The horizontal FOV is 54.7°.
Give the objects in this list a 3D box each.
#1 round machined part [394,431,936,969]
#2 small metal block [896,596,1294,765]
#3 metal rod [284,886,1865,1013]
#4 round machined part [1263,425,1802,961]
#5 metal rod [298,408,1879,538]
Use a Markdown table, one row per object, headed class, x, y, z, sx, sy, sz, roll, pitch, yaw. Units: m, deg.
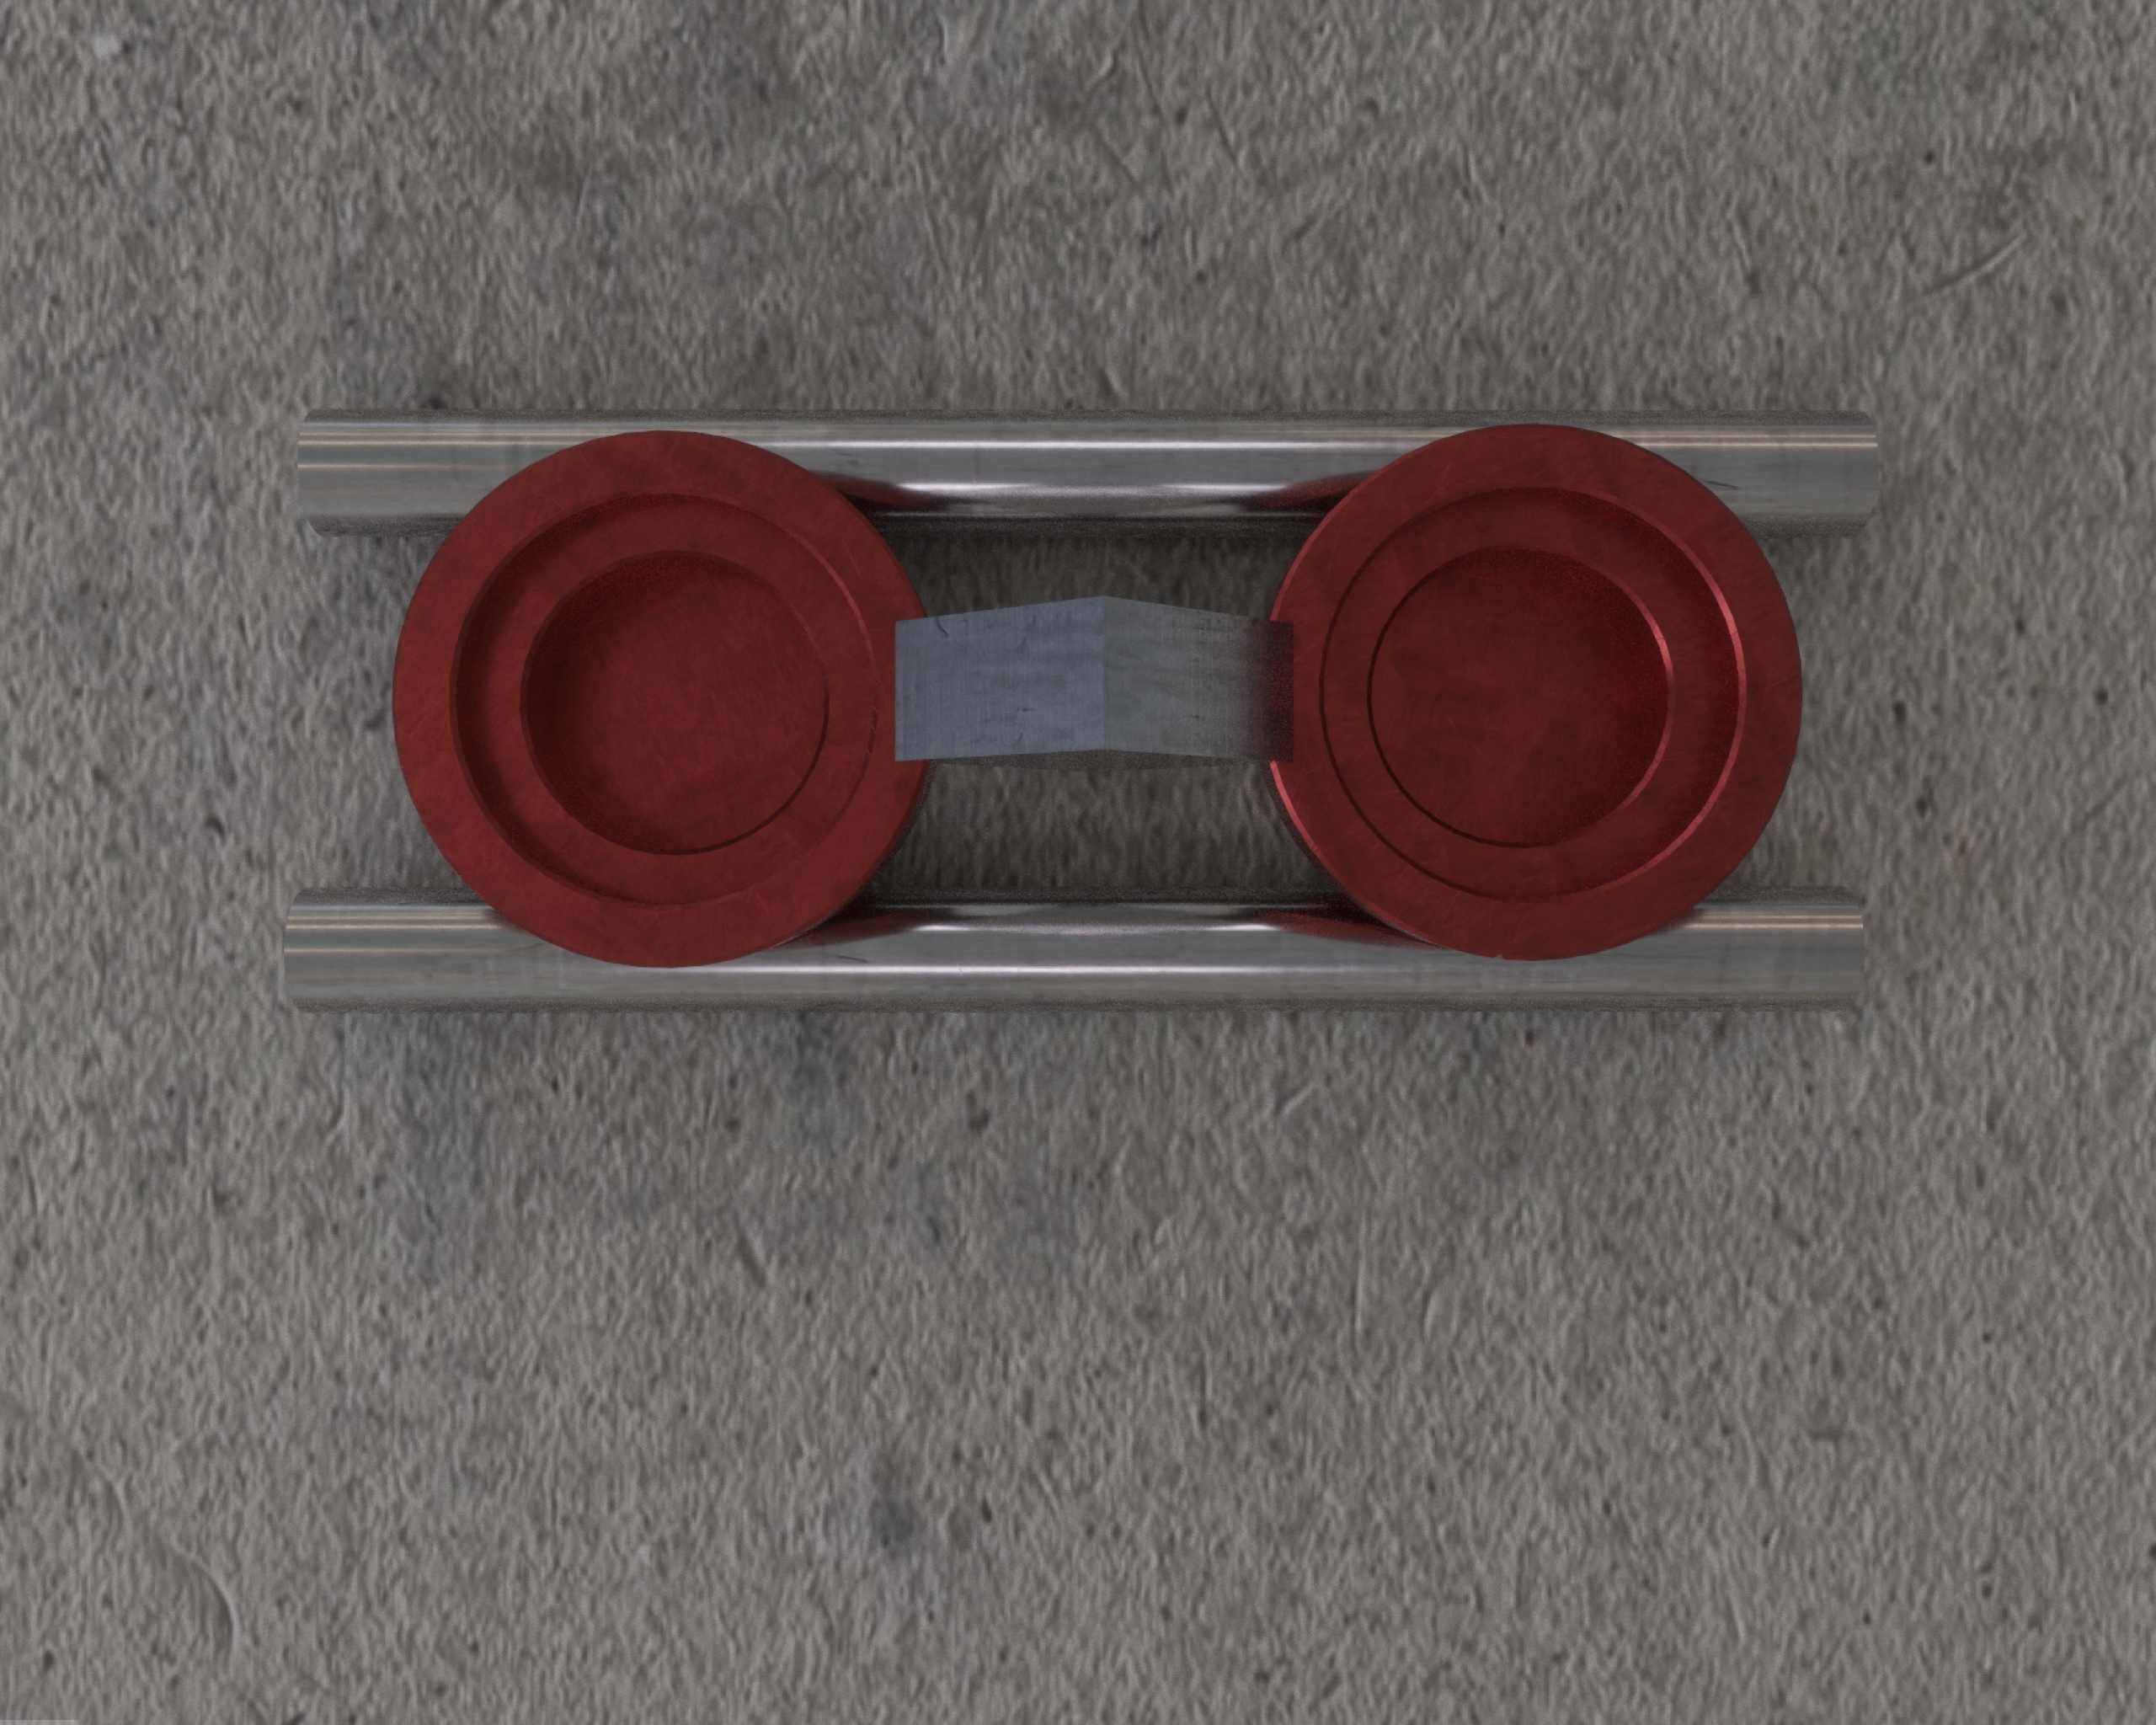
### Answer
| class | x | y | z | sx | sy | sz | roll | pitch | yaw |
| --- | --- | --- | --- | --- | --- | --- | --- | --- | --- |
| round machined part | -0.075 | -0.030 | 0.398 | 0.099 | 0.042 | 0.097 | 0 | 90 | 0 |
| small metal block | 0.003 | -0.030 | 0.372 | 0.050 | 0.050 | 0.025 | 0 | 89 | 43 |
| metal rod | 0.000 | 0.017 | 0.411 | 0.302 | 0.025 | 0.025 | 0 | 90 | 0 |
| round machined part | 0.082 | -0.031 | 0.398 | 0.099 | 0.042 | 0.097 | 0 | 90 | 0 |
| metal rod | 0.002 | -0.077 | 0.411 | 0.302 | 0.025 | 0.025 | 0 | 90 | 0 |
